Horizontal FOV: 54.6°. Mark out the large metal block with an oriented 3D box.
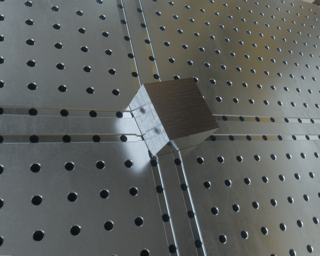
[{"bbox_3d":[0.018,-0.016,0.409,0.081,0.050,0.080,-13,69,-33],"label":"large metal block"}]
